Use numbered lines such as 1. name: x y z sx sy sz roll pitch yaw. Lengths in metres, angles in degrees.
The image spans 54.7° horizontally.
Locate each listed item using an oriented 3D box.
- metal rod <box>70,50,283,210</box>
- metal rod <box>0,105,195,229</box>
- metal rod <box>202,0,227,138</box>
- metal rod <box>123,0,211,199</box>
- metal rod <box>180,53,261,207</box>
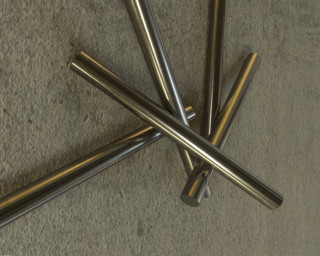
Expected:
1. metal rod: 0.030 0.011 0.366 0.301 0.025 0.025 35 67 -13
2. metal rod: -0.067 0.036 0.348 0.302 0.025 0.025 -28 108 -36
3. metal rod: 0.084 -0.099 0.474 0.025 0.025 0.298 7 85 -40
4. metal rod: 0.018 -0.021 0.378 0.025 0.025 0.299 -44 129 -31
5. metal rod: 0.100 -0.017 0.455 0.025 0.025 0.301 53 49 -27
